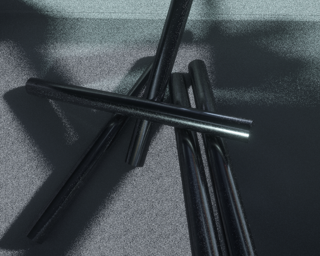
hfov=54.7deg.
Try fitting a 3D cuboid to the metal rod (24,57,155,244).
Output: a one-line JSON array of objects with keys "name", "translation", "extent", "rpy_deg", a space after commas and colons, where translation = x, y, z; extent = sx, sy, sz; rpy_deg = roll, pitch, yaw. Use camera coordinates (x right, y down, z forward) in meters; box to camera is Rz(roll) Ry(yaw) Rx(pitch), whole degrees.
[{"name": "metal rod", "translation": [-0.067, 0.010, 0.405], "extent": [0.025, 0.025, 0.300], "rpy_deg": [31, 73, 10]}]

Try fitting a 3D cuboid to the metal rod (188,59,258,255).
[{"name": "metal rod", "translation": [0.061, 0.019, 0.340], "extent": [0.025, 0.025, 0.300], "rpy_deg": [-3, 46, -1]}]

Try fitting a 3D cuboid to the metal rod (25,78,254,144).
[{"name": "metal rod", "translation": [-0.043, -0.027, 0.371], "extent": [0.301, 0.025, 0.025], "rpy_deg": [13, 70, 23]}]

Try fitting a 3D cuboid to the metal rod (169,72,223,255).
[{"name": "metal rod", "translation": [0.033, 0.036, 0.329], "extent": [0.025, 0.025, 0.300], "rpy_deg": [-4, 44, -1]}]

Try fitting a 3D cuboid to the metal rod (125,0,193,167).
[{"name": "metal rod", "translation": [0.010, -0.097, 0.377], "extent": [0.025, 0.025, 0.298], "rpy_deg": [18, 97, 6]}]
